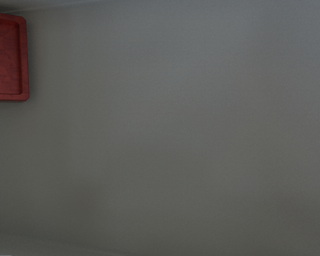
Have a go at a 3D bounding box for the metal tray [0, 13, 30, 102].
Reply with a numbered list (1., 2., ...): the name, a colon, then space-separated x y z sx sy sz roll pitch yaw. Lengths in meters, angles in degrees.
1. metal tray: -0.248 -0.104 0.460 0.030 0.091 0.129 -4 88 54

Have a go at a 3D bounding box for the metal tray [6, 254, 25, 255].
1. metal tray: -0.206 0.207 0.395 0.090 0.130 0.030 1 91 19
